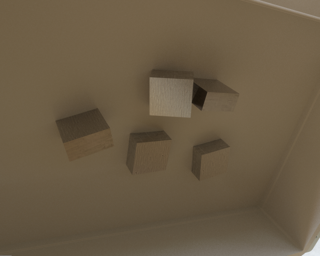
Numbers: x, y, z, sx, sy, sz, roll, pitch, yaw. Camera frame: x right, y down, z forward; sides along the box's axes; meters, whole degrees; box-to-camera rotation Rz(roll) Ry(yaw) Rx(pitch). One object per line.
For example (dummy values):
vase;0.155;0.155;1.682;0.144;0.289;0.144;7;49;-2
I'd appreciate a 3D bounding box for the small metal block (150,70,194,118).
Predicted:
small metal block;0.014;-0.042;0.376;0.050;0.025;0.050;4;121;4

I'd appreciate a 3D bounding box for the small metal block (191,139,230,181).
small metal block;0.078;0.049;0.482;0.050;0.025;0.050;-14;124;-21

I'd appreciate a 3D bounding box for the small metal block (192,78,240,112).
small metal block;0.065;-0.044;0.401;0.050;0.050;0.025;0;119;-29

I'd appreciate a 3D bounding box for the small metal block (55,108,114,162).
small metal block;-0.085;0.006;0.350;0.050;0.050;0.025;-19;126;-17

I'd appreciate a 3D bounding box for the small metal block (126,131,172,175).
small metal block;-0.016;0.033;0.420;0.050;0.025;0.050;-4;121;-26
